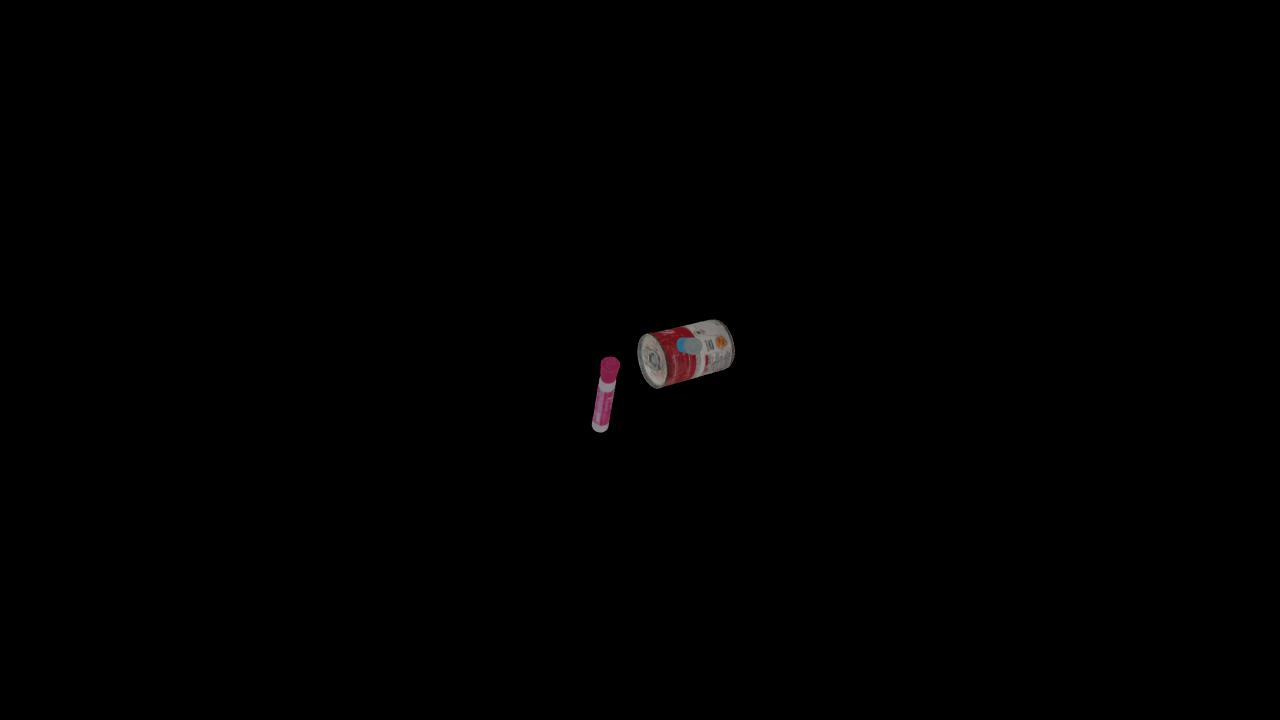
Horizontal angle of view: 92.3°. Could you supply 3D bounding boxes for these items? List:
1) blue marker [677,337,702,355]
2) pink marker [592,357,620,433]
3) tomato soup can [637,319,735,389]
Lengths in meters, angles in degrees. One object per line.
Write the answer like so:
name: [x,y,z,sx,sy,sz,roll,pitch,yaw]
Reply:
blue marker: [0.051,-0.017,0.713,0.020,0.020,0.121,0,3,-7]
pink marker: [-0.036,0.036,0.633,0.020,0.020,0.121,0,-37,-10]
tomato soup can: [0.057,-0.009,0.751,0.101,0.068,0.068,-14,6,-27]
